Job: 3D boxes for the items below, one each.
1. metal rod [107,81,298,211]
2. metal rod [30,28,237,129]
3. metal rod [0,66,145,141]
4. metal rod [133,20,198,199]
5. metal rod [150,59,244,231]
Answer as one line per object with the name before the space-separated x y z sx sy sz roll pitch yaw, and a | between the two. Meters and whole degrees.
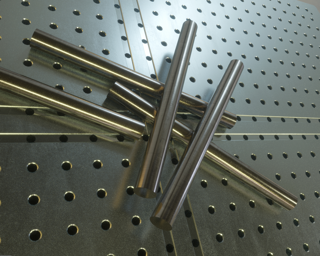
metal rod | 0.063 0.028 0.426 0.301 0.025 0.025 32 51 -8
metal rod | -0.025 -0.062 0.433 0.302 0.025 0.025 21 54 -16
metal rod | -0.159 -0.048 0.352 0.302 0.025 0.025 21 54 -16
metal rod | 0.016 -0.048 0.414 0.025 0.025 0.300 25 52 -13
metal rod | 0.063 -0.002 0.411 0.025 0.025 0.301 36 51 -5
